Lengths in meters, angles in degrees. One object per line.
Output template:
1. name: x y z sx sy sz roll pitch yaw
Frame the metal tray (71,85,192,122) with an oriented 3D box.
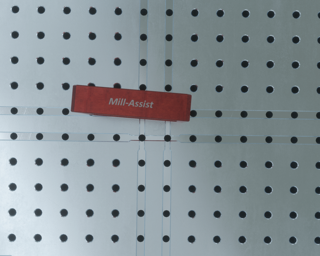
1. metal tray: -0.032 -0.027 0.380 0.131 0.090 0.030 5 90 -1
